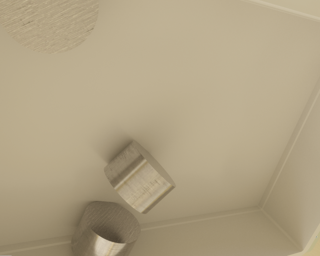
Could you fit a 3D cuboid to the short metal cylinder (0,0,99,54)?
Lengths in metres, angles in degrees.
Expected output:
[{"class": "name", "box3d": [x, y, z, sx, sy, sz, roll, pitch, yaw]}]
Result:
[{"class": "short metal cylinder", "box3d": [-0.100, -0.111, 0.269, 0.081, 0.050, 0.079, -14, 124, -21]}]

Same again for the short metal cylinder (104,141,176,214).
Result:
[{"class": "short metal cylinder", "box3d": [-0.025, 0.062, 0.398, 0.050, 0.080, 0.080, -43, 129, 1]}]

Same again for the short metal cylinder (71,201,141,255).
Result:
[{"class": "short metal cylinder", "box3d": [-0.073, 0.146, 0.423, 0.081, 0.080, 0.050, 15, 111, -34]}]
